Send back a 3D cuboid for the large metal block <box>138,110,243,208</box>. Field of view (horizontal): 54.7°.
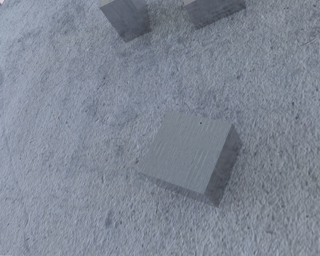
[{"bbox_3d":[0.036,0.033,0.349,0.080,0.050,0.080,13,69,33],"label":"large metal block"}]

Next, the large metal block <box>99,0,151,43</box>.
[{"bbox_3d":[-0.059,-0.209,0.528,0.050,0.080,0.080,-19,54,17],"label":"large metal block"}]

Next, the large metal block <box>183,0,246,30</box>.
[{"bbox_3d":[0.077,-0.210,0.476,0.080,0.050,0.080,-20,54,16],"label":"large metal block"}]
